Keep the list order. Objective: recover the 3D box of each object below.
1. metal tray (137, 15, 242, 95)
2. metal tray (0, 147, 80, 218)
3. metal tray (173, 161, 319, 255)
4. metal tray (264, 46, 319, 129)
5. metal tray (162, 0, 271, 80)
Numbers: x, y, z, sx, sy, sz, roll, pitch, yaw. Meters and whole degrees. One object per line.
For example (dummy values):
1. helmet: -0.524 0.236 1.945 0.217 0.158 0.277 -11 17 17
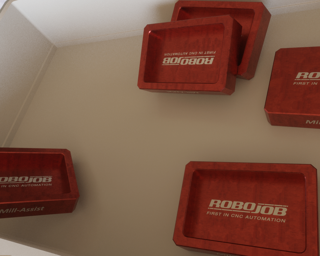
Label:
1. metal tray: 0.034 -0.091 0.401 0.130 0.030 0.089 7 90 35
2. metal tray: -0.177 0.066 0.393 0.030 0.131 0.090 -64 37 33
3. metal tray: 0.084 0.081 0.308 0.130 0.030 0.090 -2 61 27
4. metal tray: 0.187 -0.044 0.331 0.130 0.030 0.090 5 64 30
5. metal tray: 0.071 -0.121 0.417 0.130 0.030 0.089 18 96 35
